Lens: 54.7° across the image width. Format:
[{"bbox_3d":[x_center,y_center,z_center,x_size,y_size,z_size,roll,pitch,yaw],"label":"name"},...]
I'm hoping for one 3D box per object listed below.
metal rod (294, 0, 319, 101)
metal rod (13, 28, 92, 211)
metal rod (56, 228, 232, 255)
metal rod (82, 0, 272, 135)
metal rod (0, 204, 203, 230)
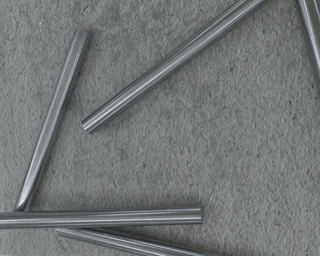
[{"bbox_3d":[0.190,-0.037,0.342,0.025,0.025,0.298,-14,85,19],"label":"metal rod"},{"bbox_3d":[-0.164,-0.001,0.465,0.025,0.025,0.298,24,98,18],"label":"metal rod"},{"bbox_3d":[-0.003,0.161,0.409,0.301,0.025,0.025,5,92,19],"label":"metal rod"},{"bbox_3d":[0.015,-0.084,0.402,0.300,0.025,0.025,-35,79,16],"label":"metal rod"},{"bbox_3d":[-0.092,0.124,0.426,0.301,0.025,0.025,-6,88,14],"label":"metal rod"}]
